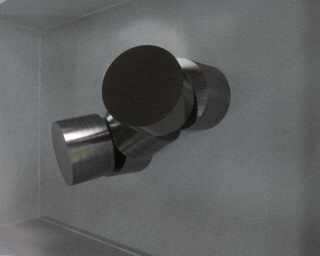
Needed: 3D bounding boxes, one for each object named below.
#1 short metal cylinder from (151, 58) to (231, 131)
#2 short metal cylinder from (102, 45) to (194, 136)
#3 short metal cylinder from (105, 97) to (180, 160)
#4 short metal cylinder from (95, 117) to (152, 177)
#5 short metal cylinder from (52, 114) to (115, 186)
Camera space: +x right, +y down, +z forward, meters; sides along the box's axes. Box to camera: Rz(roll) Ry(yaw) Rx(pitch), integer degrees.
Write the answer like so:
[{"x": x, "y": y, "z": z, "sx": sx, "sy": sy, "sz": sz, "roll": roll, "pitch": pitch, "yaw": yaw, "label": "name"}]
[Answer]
[{"x": 0.034, "y": -0.037, "z": 0.359, "sx": 0.080, "sy": 0.050, "sz": 0.079, "roll": 0, "pitch": 90, "yaw": 39, "label": "short metal cylinder"}, {"x": -0.010, "y": -0.035, "z": 0.310, "sx": 0.080, "sy": 0.050, "sz": 0.080, "roll": -4, "pitch": 77, "yaw": 17, "label": "short metal cylinder"}, {"x": -0.021, "y": -0.007, "z": 0.384, "sx": 0.050, "sy": 0.081, "sz": 0.080, "roll": -36, "pitch": 68, "yaw": 34, "label": "short metal cylinder"}, {"x": -0.055, "y": 0.025, "z": 0.432, "sx": 0.080, "sy": 0.050, "sz": 0.079, "roll": 0, "pitch": 90, "yaw": 39, "label": "short metal cylinder"}, {"x": -0.096, "y": 0.026, "z": 0.381, "sx": 0.080, "sy": 0.050, "sz": 0.079, "roll": 31, "pitch": 128, "yaw": 51, "label": "short metal cylinder"}]
